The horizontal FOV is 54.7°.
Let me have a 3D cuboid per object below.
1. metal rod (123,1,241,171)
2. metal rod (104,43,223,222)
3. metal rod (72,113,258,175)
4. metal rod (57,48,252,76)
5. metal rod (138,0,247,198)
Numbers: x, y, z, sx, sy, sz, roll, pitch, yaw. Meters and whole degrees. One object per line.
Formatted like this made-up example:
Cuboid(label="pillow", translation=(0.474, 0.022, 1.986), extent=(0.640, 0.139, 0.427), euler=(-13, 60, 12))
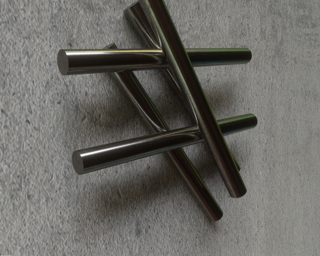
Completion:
Cuboid(label="metal rod", translation=(0.043, -0.040, 0.444), extent=(0.025, 0.025, 0.299), euler=(-51, 120, -28))
Cuboid(label="metal rod", translation=(0.012, 0.022, 0.418), extent=(0.025, 0.025, 0.299), euler=(-49, 119, -29))
Cuboid(label="metal rod", translation=(0.032, 0.012, 0.403), extent=(0.302, 0.025, 0.025), euler=(-11, 98, -40))
Cuboid(label="metal rod", translation=(0.020, -0.088, 0.393), extent=(0.302, 0.025, 0.025), euler=(-13, 98, -40))
Cuboid(label="metal rod", translation=(0.046, -0.032, 0.382), extent=(0.025, 0.025, 0.299), euler=(-42, 116, -32))
